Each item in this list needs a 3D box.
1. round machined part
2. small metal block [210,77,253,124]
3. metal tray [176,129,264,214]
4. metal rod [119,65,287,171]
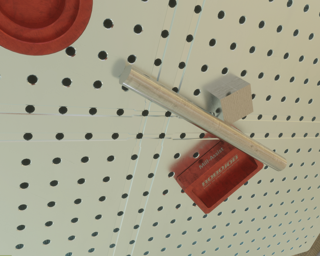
[{"bbox_3d":[-0.112,-0.116,0.268,0.099,0.042,0.097,-14,125,-21],"label":"round machined part"},{"bbox_3d":[0.105,-0.037,0.448,0.050,0.025,0.050,-28,128,-11],"label":"small metal block"},{"bbox_3d":[0.102,0.074,0.511,0.130,0.030,0.090,-40,130,-2],"label":"metal tray"},{"bbox_3d":[0.077,-0.001,0.427,0.301,0.025,0.025,27,104,-29],"label":"metal rod"}]
